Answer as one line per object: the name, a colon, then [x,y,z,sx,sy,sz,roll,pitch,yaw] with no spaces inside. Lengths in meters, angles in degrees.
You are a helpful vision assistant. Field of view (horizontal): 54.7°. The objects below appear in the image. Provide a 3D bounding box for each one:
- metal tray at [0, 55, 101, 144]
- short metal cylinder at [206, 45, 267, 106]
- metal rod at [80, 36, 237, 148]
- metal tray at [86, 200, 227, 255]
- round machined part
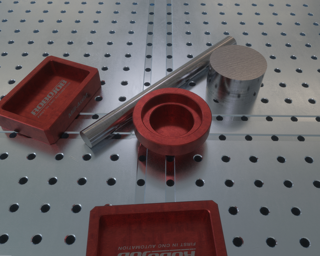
metal tray: [-0.155,-0.045,0.441,0.090,0.030,0.130,18,52,14]
short metal cylinder: [0.111,-0.078,0.458,0.081,0.050,0.080,0,50,0]
metal rod: [0.013,-0.066,0.462,0.302,0.025,0.025,-37,59,-27]
metal tray: [-0.003,0.121,0.302,0.131,0.030,0.090,-2,50,-2]
round machined part: [0.015,-0.004,0.400,0.099,0.042,0.098,0,50,0]
